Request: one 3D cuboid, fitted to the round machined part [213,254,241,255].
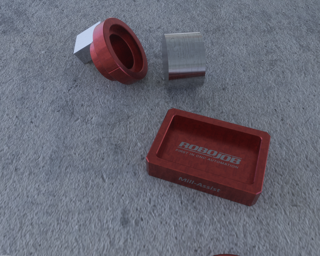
[{"bbox_3d":[0.063,0.156,0.262,0.099,0.042,0.098,0,50,0],"label":"round machined part"}]

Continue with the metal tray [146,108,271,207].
[{"bbox_3d":[0.059,0.031,0.374,0.131,0.030,0.090,15,52,12],"label":"metal tray"}]

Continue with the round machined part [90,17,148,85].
[{"bbox_3d":[-0.065,-0.109,0.459,0.042,0.098,0.098,-22,43,29],"label":"round machined part"}]

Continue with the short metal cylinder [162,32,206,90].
[{"bbox_3d":[0.032,-0.097,0.450,0.050,0.080,0.080,-5,50,-4],"label":"short metal cylinder"}]

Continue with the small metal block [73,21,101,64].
[{"bbox_3d":[-0.110,-0.139,0.504,0.050,0.025,0.050,-24,47,21],"label":"small metal block"}]
